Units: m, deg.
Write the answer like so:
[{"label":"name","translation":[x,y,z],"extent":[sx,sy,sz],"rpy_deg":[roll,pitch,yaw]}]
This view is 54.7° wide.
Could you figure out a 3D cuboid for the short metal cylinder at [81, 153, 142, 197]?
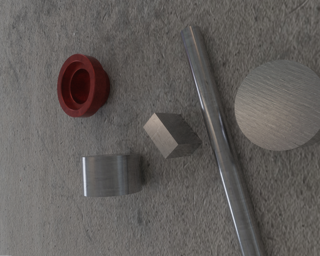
[{"label":"short metal cylinder","translation":[-0.066,0.062,0.424],"extent":[0.080,0.081,0.050],"rpy_deg":[-5,87,40]}]

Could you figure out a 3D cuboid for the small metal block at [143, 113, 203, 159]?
[{"label":"small metal block","translation":[0.016,0.008,0.376],"extent":[0.025,0.050,0.050],"rpy_deg":[-51,60,28]}]

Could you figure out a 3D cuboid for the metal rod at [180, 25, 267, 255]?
[{"label":"metal rod","translation":[0.071,0.025,0.345],"extent":[0.025,0.025,0.299],"rpy_deg":[-23,76,38]}]

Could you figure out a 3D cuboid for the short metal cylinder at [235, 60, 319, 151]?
[{"label":"short metal cylinder","translation":[0.119,-0.020,0.291],"extent":[0.080,0.050,0.079],"rpy_deg":[0,90,40]}]

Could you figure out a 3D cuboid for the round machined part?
[{"label":"round machined part","translation":[-0.117,-0.065,0.491],"extent":[0.098,0.042,0.097],"rpy_deg":[0,90,40]}]
